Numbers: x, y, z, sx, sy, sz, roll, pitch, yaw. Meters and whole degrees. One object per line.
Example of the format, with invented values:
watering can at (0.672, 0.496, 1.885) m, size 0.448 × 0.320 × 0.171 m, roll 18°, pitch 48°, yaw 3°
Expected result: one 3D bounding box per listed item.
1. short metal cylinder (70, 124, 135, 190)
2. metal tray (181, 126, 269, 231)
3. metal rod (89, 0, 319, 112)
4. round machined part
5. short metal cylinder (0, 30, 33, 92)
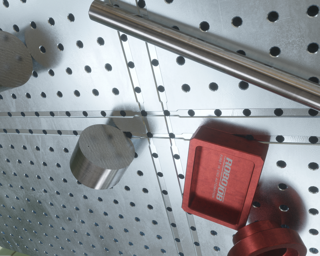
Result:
short metal cylinder at (-0.083, 0.041, 0.445) m, size 0.080 × 0.080 × 0.050 m, roll 36°, pitch 129°, yaw 4°
metal tray at (0.081, 0.069, 0.408) m, size 0.090 × 0.030 × 0.129 m, roll 16°, pitch 125°, yaw 19°
metal rod at (0.057, -0.077, 0.333) m, size 0.301 × 0.025 × 0.025 m, roll 25°, pitch 127°, yaw 12°
round machined part at (0.135, 0.158, 0.407) m, size 0.099 × 0.042 × 0.097 m, roll -7°, pitch 132°, yaw -7°
short metal cylinder at (-0.233, -0.092, 0.441) m, size 0.050 × 0.080 × 0.080 m, roll -9°, pitch 114°, yaw 32°
